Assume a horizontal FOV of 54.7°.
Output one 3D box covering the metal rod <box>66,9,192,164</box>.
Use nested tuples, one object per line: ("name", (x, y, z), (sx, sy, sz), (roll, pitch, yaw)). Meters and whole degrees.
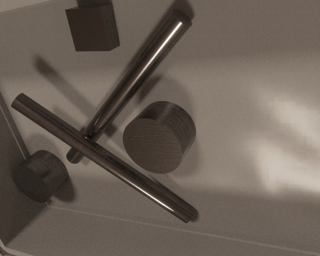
("metal rod", (-0.059, -0.034, 0.417), (0.025, 0.025, 0.298), (43, 129, -2))

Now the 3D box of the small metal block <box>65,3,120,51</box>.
("small metal block", (-0.081, -0.121, 0.375), (0.050, 0.025, 0.050), (6, 121, 25))

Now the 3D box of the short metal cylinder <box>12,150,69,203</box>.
("short metal cylinder", (-0.213, 0.086, 0.555), (0.080, 0.050, 0.079), (13, 124, 20))

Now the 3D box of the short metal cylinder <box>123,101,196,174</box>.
("short metal cylinder", (0.000, 0.012, 0.399), (0.080, 0.050, 0.079), (13, 124, 20))

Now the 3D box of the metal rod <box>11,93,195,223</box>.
("metal rod", (-0.077, 0.047, 0.450), (0.301, 0.025, 0.025), (35, 129, -6))
